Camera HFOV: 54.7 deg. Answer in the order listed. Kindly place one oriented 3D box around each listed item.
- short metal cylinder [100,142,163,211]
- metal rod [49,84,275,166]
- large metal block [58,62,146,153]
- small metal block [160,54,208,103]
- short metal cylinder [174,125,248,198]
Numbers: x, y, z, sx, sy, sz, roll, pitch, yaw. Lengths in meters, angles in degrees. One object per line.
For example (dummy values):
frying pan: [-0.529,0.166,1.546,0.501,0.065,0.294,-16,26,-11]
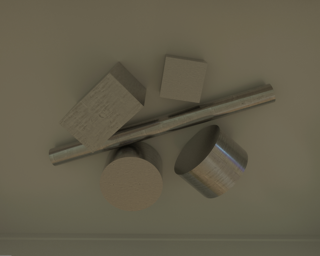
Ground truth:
short metal cylinder: [-0.037,0.064,0.419,0.081,0.050,0.079,0,110,-1]
metal rod: [-0.001,-0.002,0.409,0.301,0.025,0.025,-16,110,5]
large metal block: [-0.064,-0.028,0.370,0.080,0.080,0.050,-41,105,13]
small metal block: [0.028,-0.062,0.387,0.050,0.025,0.050,8,110,-4]
short metal cylinder: [0.064,0.042,0.397,0.050,0.080,0.080,41,105,-14]
